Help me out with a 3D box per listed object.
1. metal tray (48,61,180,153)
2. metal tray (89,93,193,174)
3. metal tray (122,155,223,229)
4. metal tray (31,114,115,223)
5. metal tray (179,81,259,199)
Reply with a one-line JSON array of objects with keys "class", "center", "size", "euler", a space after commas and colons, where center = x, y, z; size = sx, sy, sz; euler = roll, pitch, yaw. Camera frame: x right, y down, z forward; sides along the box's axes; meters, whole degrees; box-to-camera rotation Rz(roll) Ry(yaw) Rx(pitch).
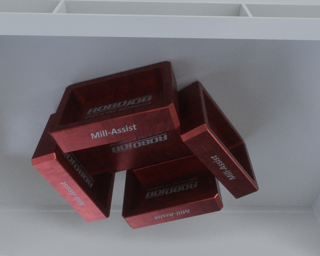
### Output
[{"class": "metal tray", "center": [-0.047, -0.025, 0.341], "size": [0.131, 0.090, 0.030], "euler": [-12, 129, 9]}, {"class": "metal tray", "center": [-0.028, 0.008, 0.409], "size": [0.130, 0.030, 0.090], "euler": [-15, 129, 12]}, {"class": "metal tray", "center": [0.015, 0.083, 0.435], "size": [0.130, 0.090, 0.030], "euler": [-16, 128, 12]}, {"class": "metal tray", "center": [-0.104, 0.050, 0.405], "size": [0.030, 0.090, 0.130], "euler": [-17, 129, 13]}, {"class": "metal tray", "center": [0.071, 0.016, 0.379], "size": [0.030, 0.090, 0.130], "euler": [-29, 125, 23]}]
